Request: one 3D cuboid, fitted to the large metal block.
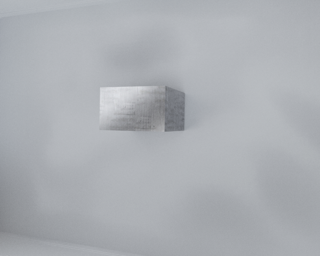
[{"bbox_3d":[-0.019,-0.022,0.386,0.080,0.080,0.050,1,91,20],"label":"large metal block"}]
